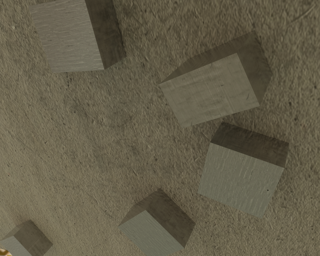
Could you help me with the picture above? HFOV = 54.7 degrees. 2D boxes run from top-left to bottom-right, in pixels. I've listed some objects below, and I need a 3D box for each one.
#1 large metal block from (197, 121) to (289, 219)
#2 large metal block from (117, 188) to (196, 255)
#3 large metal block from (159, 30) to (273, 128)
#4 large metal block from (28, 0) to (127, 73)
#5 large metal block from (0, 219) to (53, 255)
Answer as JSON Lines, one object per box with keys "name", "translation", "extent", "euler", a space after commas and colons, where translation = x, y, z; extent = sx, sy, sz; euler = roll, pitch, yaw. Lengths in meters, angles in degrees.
{"name": "large metal block", "translation": [0.097, 0.049, 0.370], "extent": [0.080, 0.050, 0.079], "euler": [19, 126, 17]}
{"name": "large metal block", "translation": [-0.006, 0.154, 0.489], "extent": [0.080, 0.050, 0.080], "euler": [46, 129, -4]}
{"name": "large metal block", "translation": [0.059, -0.049, 0.310], "extent": [0.080, 0.080, 0.050], "euler": [-17, 109, 35]}
{"name": "large metal block", "translation": [-0.096, -0.114, 0.371], "extent": [0.080, 0.050, 0.080], "euler": [2, 120, 27]}
{"name": "large metal block", "translation": [-0.311, 0.268, 0.721], "extent": [0.080, 0.050, 0.080], "euler": [-29, 102, 37]}
